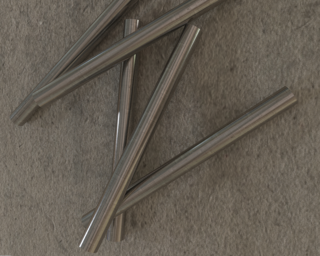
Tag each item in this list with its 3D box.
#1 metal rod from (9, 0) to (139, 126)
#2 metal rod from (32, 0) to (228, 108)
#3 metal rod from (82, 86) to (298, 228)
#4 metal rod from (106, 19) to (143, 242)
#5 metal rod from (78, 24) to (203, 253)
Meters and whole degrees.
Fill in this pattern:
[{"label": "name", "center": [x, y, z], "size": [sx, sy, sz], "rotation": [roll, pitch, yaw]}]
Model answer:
[{"label": "metal rod", "center": [-0.117, -0.110, 0.448], "size": [0.299, 0.025, 0.025], "rotation": [-42, 77, 14]}, {"label": "metal rod", "center": [-0.031, -0.109, 0.394], "size": [0.301, 0.025, 0.025], "rotation": [-29, 81, 8]}, {"label": "metal rod", "center": [0.028, 0.044, 0.383], "size": [0.300, 0.025, 0.025], "rotation": [-34, 79, 10]}, {"label": "metal rod", "center": [-0.049, 0.004, 0.425], "size": [0.025, 0.025, 0.298], "rotation": [6, 92, 19]}, {"label": "metal rod", "center": [-0.022, 0.009, 0.383], "size": [0.025, 0.025, 0.299], "rotation": [24, 86, 18]}]
